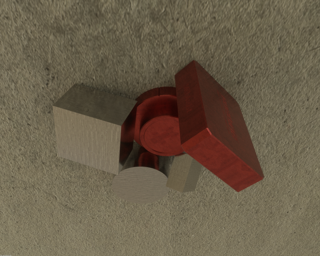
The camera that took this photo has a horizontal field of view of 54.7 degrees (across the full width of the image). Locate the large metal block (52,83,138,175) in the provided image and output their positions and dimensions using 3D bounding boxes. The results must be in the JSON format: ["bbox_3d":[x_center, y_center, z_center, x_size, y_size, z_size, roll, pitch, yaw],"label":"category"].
[{"bbox_3d":[-0.077,0.002,0.376,0.080,0.050,0.079,16,130,8],"label":"large metal block"}]

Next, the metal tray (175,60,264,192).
[{"bbox_3d":[0.060,-0.007,0.333,0.030,0.130,0.090,-37,121,26],"label":"metal tray"}]

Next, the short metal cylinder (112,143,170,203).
[{"bbox_3d":[-0.026,0.064,0.447,0.081,0.050,0.079,0,130,0],"label":"short metal cylinder"}]

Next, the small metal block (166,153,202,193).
[{"bbox_3d":[0.036,0.060,0.430,0.025,0.050,0.050,17,180,26],"label":"small metal block"}]

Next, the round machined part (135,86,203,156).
[{"bbox_3d":[0.008,-0.002,0.397,0.099,0.042,0.097,-1,130,0],"label":"round machined part"}]
